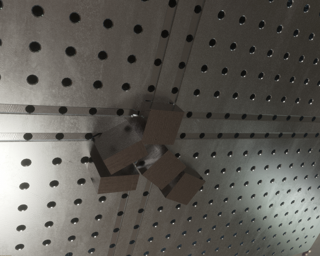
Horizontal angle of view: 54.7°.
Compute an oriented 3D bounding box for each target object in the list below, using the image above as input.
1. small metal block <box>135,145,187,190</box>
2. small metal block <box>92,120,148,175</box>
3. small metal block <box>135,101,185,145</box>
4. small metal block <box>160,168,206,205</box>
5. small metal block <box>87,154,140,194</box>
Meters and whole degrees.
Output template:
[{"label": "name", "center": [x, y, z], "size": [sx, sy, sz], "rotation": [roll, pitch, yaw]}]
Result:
[{"label": "small metal block", "center": [0.002, 0.055, 0.448], "size": [0.050, 0.025, 0.050], "rotation": [-43, 130, 1]}, {"label": "small metal block", "center": [-0.050, 0.023, 0.383], "size": [0.050, 0.050, 0.025], "rotation": [-28, 128, -11]}, {"label": "small metal block", "center": [-0.002, -0.006, 0.408], "size": [0.050, 0.025, 0.050], "rotation": [3, 117, -30]}, {"label": "small metal block", "center": [0.035, 0.089, 0.488], "size": [0.050, 0.025, 0.050], "rotation": [29, 102, -38]}, {"label": "small metal block", "center": [-0.061, 0.057, 0.398], "size": [0.050, 0.050, 0.025], "rotation": [0, 118, -29]}]
